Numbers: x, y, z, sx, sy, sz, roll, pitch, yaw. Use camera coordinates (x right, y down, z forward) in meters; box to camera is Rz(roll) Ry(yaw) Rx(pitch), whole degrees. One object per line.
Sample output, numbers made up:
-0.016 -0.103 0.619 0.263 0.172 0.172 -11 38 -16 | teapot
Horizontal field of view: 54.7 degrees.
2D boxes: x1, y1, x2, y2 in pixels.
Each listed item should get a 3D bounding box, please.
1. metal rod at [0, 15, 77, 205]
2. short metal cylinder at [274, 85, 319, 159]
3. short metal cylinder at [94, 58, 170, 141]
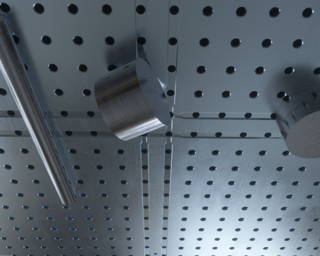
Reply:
-0.160 0.003 0.412 0.025 0.025 0.298 -3 130 3 | metal rod
0.193 -0.007 0.391 0.081 0.050 0.079 0 130 0 | short metal cylinder
-0.029 -0.032 0.348 0.050 0.080 0.080 -22 127 17 | short metal cylinder
